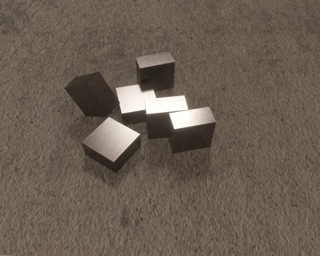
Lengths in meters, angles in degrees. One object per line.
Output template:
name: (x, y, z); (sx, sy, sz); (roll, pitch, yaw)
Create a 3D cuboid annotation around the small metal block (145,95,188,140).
small metal block: (0.008, -0.013, 0.397); (0.050, 0.050, 0.025); (-6, 50, -5)

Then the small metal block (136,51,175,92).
small metal block: (-0.007, -0.080, 0.454); (0.050, 0.050, 0.025); (-13, 52, -11)

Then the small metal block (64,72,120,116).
small metal block: (-0.090, -0.043, 0.410); (0.050, 0.050, 0.025); (-2, 42, 41)

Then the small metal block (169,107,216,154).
small metal block: (0.038, 0.003, 0.385); (0.050, 0.050, 0.025); (-10, 52, -9)

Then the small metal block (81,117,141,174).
small metal block: (-0.059, 0.020, 0.385); (0.050, 0.025, 0.050); (28, 55, 21)

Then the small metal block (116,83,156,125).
small metal block: (-0.031, -0.034, 0.431); (0.050, 0.025, 0.050); (-10, 51, -10)
